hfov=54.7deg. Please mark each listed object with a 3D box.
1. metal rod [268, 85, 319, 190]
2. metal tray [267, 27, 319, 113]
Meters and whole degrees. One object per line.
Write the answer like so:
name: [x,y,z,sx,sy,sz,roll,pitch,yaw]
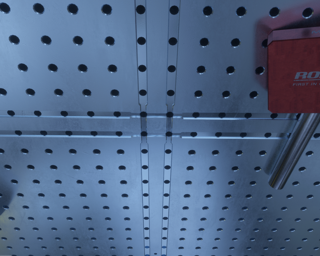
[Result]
metal rod: [0.197,-0.026,0.390,0.025,0.025,0.298,4,130,-4]
metal tray: [0.184,-0.061,0.330,0.130,0.030,0.090,1,127,20]
